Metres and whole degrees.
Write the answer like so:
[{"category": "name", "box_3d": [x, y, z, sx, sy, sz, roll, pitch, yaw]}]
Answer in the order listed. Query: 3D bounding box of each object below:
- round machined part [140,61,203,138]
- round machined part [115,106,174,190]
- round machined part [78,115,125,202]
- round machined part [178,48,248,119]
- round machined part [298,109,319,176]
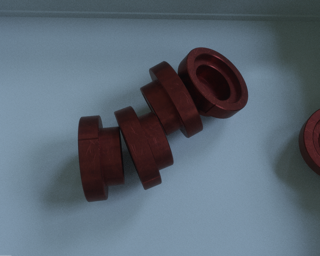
[{"category": "round machined part", "box_3d": [0.010, -0.029, 0.382, 0.042, 0.098, 0.098, -30, 73, -2]}, {"category": "round machined part", "box_3d": [-0.016, 0.019, 0.364, 0.042, 0.098, 0.098, -22, 72, -8]}, {"category": "round machined part", "box_3d": [-0.065, 0.034, 0.358, 0.042, 0.098, 0.098, -5, 70, -7]}, {"category": "round machined part", "box_3d": [0.064, -0.054, 0.406, 0.099, 0.042, 0.098, 18, 53, -25]}, {"category": "round machined part", "box_3d": [0.227, 0.022, 0.391, 0.099, 0.042, 0.098, -2, 70, 6]}]
